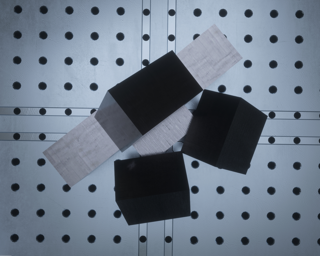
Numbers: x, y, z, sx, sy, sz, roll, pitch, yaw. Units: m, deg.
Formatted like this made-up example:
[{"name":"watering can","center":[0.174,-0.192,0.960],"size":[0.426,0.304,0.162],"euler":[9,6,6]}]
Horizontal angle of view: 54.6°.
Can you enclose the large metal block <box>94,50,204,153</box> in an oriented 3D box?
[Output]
[{"name":"large metal block","center":[-0.015,-0.025,0.323],"size":[0.080,0.080,0.050],"euler":[-37,90,-25]}]

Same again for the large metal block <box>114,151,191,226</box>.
[{"name":"large metal block","center":[-0.007,0.076,0.379],"size":[0.080,0.080,0.050],"euler":[-9,54,0]}]

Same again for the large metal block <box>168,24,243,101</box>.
[{"name":"large metal block","center":[0.046,-0.073,0.386],"size":[0.080,0.080,0.050],"euler":[-39,91,0]}]

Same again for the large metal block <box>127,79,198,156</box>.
[{"name":"large metal block","center":[-0.008,-0.011,0.402],"size":[0.080,0.050,0.080],"euler":[-39,90,0]}]

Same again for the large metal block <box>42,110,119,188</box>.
[{"name":"large metal block","center":[-0.083,0.022,0.384],"size":[0.080,0.080,0.050],"euler":[-38,90,0]}]

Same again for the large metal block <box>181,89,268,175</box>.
[{"name":"large metal block","center":[0.080,0.007,0.379],"size":[0.050,0.080,0.080],"euler":[21,90,41]}]
